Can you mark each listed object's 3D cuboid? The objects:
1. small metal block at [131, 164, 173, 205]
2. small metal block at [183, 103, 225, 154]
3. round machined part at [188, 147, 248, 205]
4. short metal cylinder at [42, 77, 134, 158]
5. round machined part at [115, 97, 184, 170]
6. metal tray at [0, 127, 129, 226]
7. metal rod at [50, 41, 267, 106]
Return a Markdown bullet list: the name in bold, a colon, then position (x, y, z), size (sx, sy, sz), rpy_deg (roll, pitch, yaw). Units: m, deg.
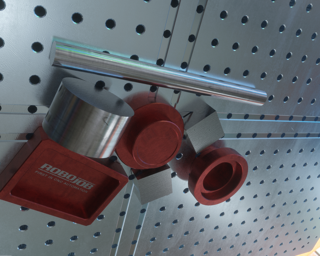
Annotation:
- **small metal block**: position (-0.011, 0.078, 0.454), size (0.050, 0.025, 0.050), rpy_deg (-18, 126, -18)
- **small metal block**: position (0.060, 0.001, 0.445), size (0.050, 0.025, 0.050), rpy_deg (-33, 129, -7)
- **round machined part**: position (0.087, 0.071, 0.492), size (0.099, 0.042, 0.097), rpy_deg (-14, 124, -21)
- **short metal cylinder**: position (-0.075, -0.012, 0.327), size (0.080, 0.080, 0.050), rpy_deg (19, 108, -36)
- **round machined part**: position (-0.011, 0.013, 0.401), size (0.099, 0.042, 0.097), rpy_deg (-13, 121, -22)
- **metal tray**: position (-0.115, 0.065, 0.384), size (0.090, 0.030, 0.130), rpy_deg (-49, 129, 7)
- **metal rod**: position (0.022, -0.060, 0.385), size (0.302, 0.025, 0.025), rpy_deg (6, 115, -31)
